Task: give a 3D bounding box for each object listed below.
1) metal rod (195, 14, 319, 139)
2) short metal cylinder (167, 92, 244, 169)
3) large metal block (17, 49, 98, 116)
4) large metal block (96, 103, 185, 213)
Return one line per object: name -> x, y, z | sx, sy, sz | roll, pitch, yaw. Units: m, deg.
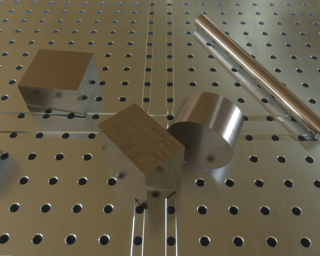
metal rod -> 0.144, -0.097, 0.489 | 0.025, 0.025, 0.300 | -22, 53, -17
short metal cylinder -> 0.054, 0.004, 0.369 | 0.080, 0.080, 0.050 | 19, 53, 15
large metal block -> -0.142, -0.066, 0.446 | 0.080, 0.050, 0.080 | 5, 50, 4
large metal block -> -0.021, 0.033, 0.344 | 0.050, 0.080, 0.080 | -34, 58, -25
